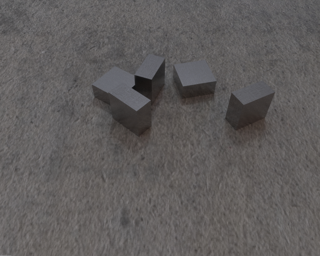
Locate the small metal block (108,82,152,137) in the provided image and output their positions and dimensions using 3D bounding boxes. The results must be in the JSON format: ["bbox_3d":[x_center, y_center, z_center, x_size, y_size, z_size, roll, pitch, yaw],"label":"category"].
[{"bbox_3d":[-0.039,-0.024,0.407,0.050,0.050,0.025,34,58,25],"label":"small metal block"}]

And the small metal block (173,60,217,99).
[{"bbox_3d":[0.051,-0.074,0.466,0.050,0.025,0.050,-10,51,-9],"label":"small metal block"}]

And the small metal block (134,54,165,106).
[{"bbox_3d":[-0.014,-0.069,0.445,0.025,0.050,0.050,17,52,13],"label":"small metal block"}]

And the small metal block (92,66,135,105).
[{"bbox_3d":[-0.062,-0.058,0.451,0.050,0.025,0.050,29,55,22],"label":"small metal block"}]

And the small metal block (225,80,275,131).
[{"bbox_3d":[0.119,-0.030,0.414,0.050,0.050,0.025,-22,54,-18],"label":"small metal block"}]
